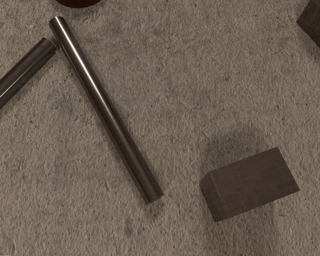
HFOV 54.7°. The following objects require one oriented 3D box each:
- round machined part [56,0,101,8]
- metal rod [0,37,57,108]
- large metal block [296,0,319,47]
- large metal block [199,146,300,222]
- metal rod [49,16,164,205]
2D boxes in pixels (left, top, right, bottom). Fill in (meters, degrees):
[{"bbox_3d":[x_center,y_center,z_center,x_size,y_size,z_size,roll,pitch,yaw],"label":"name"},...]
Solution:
[{"bbox_3d":[-0.131,-0.242,0.486,0.099,0.042,0.098,0,70,-1],"label":"round machined part"},{"bbox_3d":[-0.248,-0.008,0.407,0.025,0.025,0.300,34,73,11],"label":"metal rod"},{"bbox_3d":[0.268,-0.161,0.457,0.080,0.050,0.080,-30,73,-11],"label":"large metal block"},{"bbox_3d":[0.096,0.068,0.355,0.081,0.080,0.050,-19,72,-7],"label":"large metal block"},{"bbox_3d":[-0.080,-0.035,0.419,0.025,0.025,0.299,-28,73,-10],"label":"metal rod"}]
